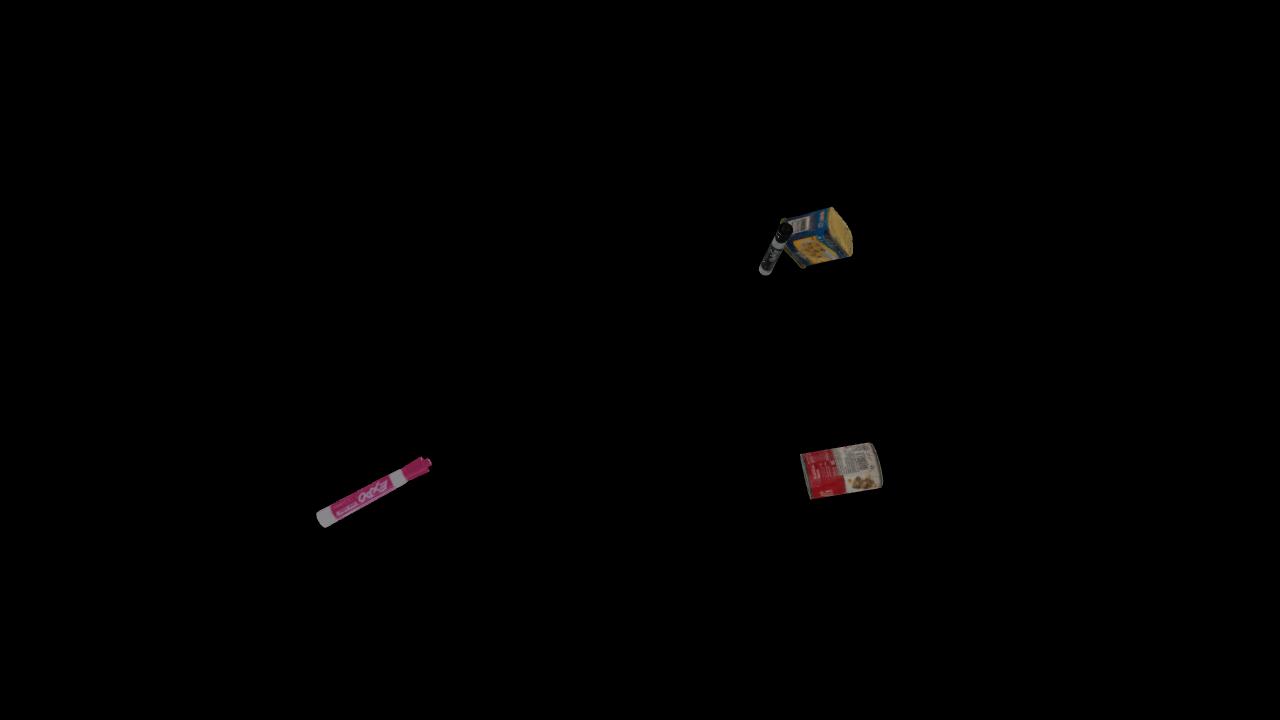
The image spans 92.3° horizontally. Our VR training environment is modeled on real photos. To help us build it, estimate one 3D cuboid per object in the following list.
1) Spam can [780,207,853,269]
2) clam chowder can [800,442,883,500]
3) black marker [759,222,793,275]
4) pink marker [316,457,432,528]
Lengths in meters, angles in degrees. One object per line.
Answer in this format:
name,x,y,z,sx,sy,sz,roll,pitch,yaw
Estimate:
Spam can,0.288,-0.198,1.003,0.085,0.058,0.101,-8,-25,39
clam chowder can,0.290,0.160,0.888,0.102,0.068,0.068,-12,-2,10
black marker,0.175,-0.142,0.794,0.020,0.020,0.121,0,-17,-1
pink marker,-0.276,0.136,0.645,0.121,0.020,0.020,-29,6,-11
